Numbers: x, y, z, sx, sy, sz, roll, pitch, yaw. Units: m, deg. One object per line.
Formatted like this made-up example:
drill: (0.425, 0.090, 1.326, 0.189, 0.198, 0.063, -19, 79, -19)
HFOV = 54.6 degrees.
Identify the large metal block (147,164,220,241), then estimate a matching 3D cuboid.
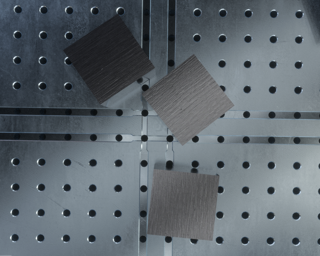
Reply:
large metal block: (0.028, 0.093, 0.401, 0.080, 0.050, 0.080, 6, 90, 0)

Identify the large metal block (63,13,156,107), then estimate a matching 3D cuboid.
large metal block: (-0.062, -0.084, 0.400, 0.080, 0.050, 0.080, -34, 90, 0)

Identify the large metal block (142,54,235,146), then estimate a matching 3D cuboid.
large metal block: (0.034, -0.034, 0.401, 0.080, 0.050, 0.080, -38, 90, 0)
